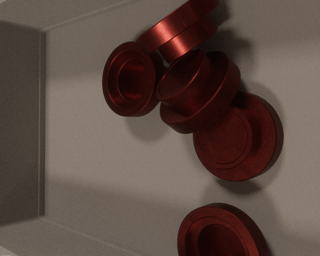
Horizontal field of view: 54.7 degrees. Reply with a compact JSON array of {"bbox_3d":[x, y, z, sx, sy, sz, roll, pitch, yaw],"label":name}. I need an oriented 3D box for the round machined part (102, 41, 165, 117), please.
[{"bbox_3d":[-0.030,-0.064,0.418,0.098,0.042,0.097,0,90,39],"label":"round machined part"}]

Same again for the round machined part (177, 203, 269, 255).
[{"bbox_3d":[0.071,0.130,0.336,0.098,0.042,0.097,0,90,39],"label":"round machined part"}]

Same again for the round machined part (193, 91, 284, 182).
[{"bbox_3d":[0.076,0.009,0.332,0.098,0.042,0.097,0,90,39],"label":"round machined part"}]

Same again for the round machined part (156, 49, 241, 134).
[{"bbox_3d":[0.034,-0.046,0.335,0.098,0.042,0.098,-36,32,28],"label":"round machined part"}]

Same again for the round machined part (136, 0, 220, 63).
[{"bbox_3d":[0.025,-0.110,0.348,0.098,0.098,0.042,-25,107,37],"label":"round machined part"}]
